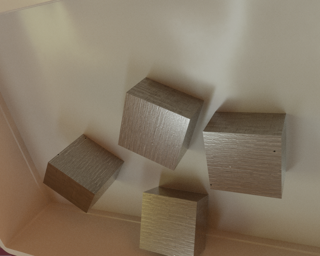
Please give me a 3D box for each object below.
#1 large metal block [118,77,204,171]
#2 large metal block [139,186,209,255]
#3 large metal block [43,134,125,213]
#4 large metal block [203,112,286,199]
[{"bbox_3d":[0.000,-0.006,0.388,0.080,0.050,0.079,24,127,13],"label":"large metal block"},{"bbox_3d":[0.021,0.133,0.442,0.080,0.050,0.079,4,91,26],"label":"large metal block"},{"bbox_3d":[-0.115,0.067,0.473,0.080,0.080,0.050,33,129,6],"label":"large metal block"},{"bbox_3d":[0.100,0.029,0.357,0.080,0.050,0.079,3,120,26],"label":"large metal block"}]
